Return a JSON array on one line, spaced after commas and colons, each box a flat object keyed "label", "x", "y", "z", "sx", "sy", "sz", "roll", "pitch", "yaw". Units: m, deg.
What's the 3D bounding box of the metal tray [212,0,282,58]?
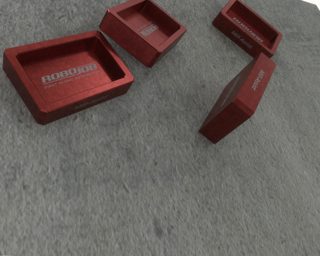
[{"label": "metal tray", "x": 0.176, "y": -0.197, "z": 0.618, "sx": 0.130, "sy": 0.030, "sz": 0.090, "roll": 38, "pitch": 51, "yaw": -3}]

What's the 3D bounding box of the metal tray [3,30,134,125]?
[{"label": "metal tray", "x": -0.109, "y": -0.068, "z": 0.383, "sx": 0.131, "sy": 0.030, "sz": 0.090, "roll": -28, "pitch": 77, "yaw": -37}]

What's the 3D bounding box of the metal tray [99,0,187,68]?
[{"label": "metal tray", "x": -0.020, "y": -0.149, "z": 0.462, "sx": 0.090, "sy": 0.030, "sz": 0.131, "roll": 38, "pitch": 37, "yaw": -3}]

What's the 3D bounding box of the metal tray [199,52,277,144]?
[{"label": "metal tray", "x": 0.114, "y": -0.045, "z": 0.452, "sx": 0.030, "sy": 0.090, "sz": 0.130, "roll": 39, "pitch": 51, "yaw": -3}]
